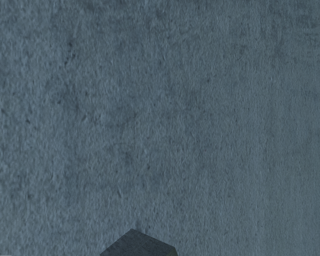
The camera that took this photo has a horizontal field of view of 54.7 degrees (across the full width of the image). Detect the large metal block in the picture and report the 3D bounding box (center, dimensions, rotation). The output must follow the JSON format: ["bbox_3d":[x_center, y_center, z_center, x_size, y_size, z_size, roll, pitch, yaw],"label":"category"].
[{"bbox_3d":[-0.015,0.174,0.359,0.050,0.080,0.080,-32,110,-36],"label":"large metal block"}]
